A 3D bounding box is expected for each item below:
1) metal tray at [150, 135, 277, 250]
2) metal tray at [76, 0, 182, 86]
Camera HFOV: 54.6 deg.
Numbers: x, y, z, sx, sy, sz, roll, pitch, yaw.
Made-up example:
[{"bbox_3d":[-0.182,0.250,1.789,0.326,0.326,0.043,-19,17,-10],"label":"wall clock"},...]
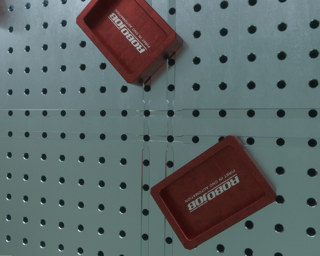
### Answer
[{"bbox_3d":[0.064,0.079,0.387,0.130,0.030,0.090,-37,78,16],"label":"metal tray"},{"bbox_3d":[-0.044,-0.134,0.425,0.090,0.030,0.130,-44,77,14],"label":"metal tray"}]
